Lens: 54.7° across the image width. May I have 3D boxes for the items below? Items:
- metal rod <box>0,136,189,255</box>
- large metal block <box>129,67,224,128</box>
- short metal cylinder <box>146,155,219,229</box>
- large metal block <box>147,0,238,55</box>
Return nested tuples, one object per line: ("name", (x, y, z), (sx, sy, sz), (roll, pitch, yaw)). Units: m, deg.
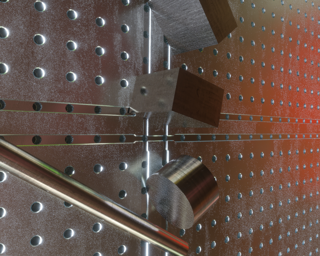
("metal rod", (-0.066, 0.091, 0.355), (0.301, 0.025, 0.025), (40, 66, -33))
("large metal block", (0.021, -0.034, 0.393), (0.081, 0.080, 0.050), (17, 79, -39))
("short metal cylinder", (0.028, 0.081, 0.399), (0.050, 0.080, 0.080), (-32, 110, -36))
("large metal block", (0.043, -0.151, 0.411), (0.050, 0.080, 0.080), (-45, 118, -31))
